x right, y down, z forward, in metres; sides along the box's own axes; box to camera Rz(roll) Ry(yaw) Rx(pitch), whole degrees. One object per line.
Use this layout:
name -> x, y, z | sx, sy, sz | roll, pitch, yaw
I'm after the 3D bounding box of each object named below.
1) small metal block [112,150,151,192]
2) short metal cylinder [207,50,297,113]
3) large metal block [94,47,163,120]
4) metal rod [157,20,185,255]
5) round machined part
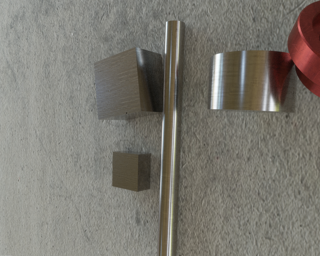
small metal block -> -0.041, 0.059, 0.436 | 0.050, 0.025, 0.050 | 2, 91, 39
short metal cylinder -> 0.087, -0.041, 0.296 | 0.080, 0.081, 0.050 | 5, 93, 39
large metal block -> -0.041, -0.055, 0.421 | 0.080, 0.050, 0.080 | -9, 85, 39
metal rod -> 0.014, 0.018, 0.391 | 0.025, 0.025, 0.298 | 3, 92, 39
round machined part -> 0.150, -0.056, 0.246 | 0.098, 0.099, 0.042 | 52, 156, 27
